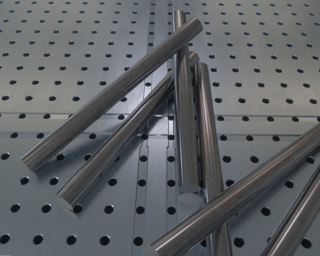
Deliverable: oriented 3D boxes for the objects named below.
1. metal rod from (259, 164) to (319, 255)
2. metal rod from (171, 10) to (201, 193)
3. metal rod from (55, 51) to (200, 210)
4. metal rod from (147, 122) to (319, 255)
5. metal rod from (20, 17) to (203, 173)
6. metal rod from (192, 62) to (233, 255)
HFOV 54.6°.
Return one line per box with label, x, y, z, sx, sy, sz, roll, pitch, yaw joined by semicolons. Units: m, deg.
metal rod;0.166;0.080;0.341;0.025;0.025;0.301;34;58;25
metal rod;0.032;-0.057;0.431;0.025;0.025;0.300;0;58;0
metal rod;-0.026;-0.016;0.421;0.025;0.025;0.301;25;54;20
metal rod;0.114;0.053;0.340;0.302;0.025;0.025;-27;55;-29
metal rod;-0.053;-0.053;0.413;0.301;0.025;0.025;-43;61;-16
metal rod;0.061;0.022;0.389;0.025;0.025;0.300;1;50;1
